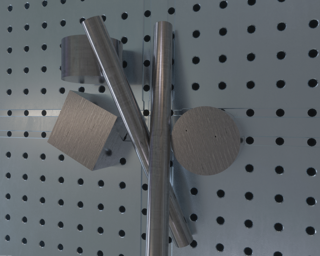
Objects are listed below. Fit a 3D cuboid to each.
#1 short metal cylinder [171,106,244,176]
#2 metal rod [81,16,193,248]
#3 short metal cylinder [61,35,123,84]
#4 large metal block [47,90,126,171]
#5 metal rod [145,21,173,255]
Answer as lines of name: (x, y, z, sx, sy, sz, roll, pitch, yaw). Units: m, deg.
short metal cylinder: (0.059, 0.015, 0.378, 0.080, 0.050, 0.079, 0, 90, 19)
metal rod: (-0.024, 0.011, 0.383, 0.025, 0.025, 0.299, -20, 98, 19)
short metal cylinder: (-0.090, -0.089, 0.415, 0.080, 0.080, 0.050, 0, 90, 20)
large metal block: (-0.096, 0.002, 0.433, 0.080, 0.050, 0.080, 29, 99, 17)
metal rod: (0.000, 0.008, 0.370, 0.025, 0.025, 0.299, -4, 73, 20)
